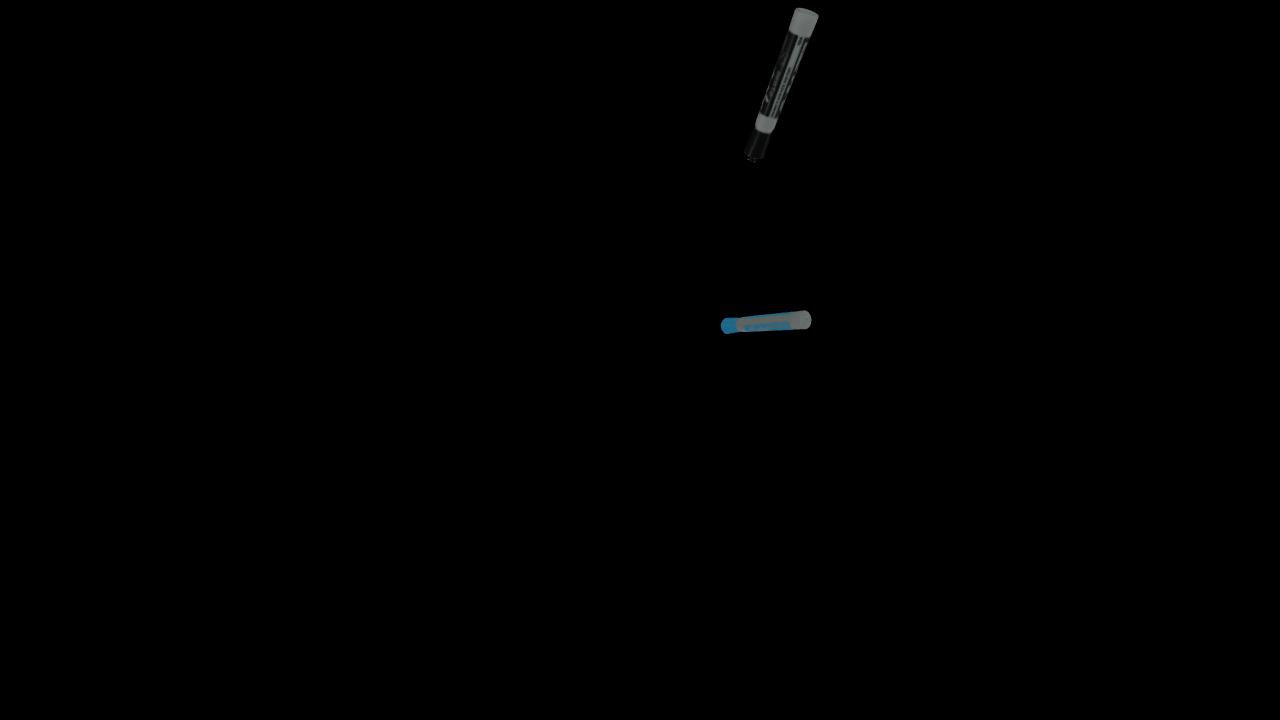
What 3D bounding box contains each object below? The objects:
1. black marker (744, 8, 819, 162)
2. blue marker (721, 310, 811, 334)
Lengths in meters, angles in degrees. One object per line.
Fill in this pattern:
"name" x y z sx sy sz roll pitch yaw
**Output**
"black marker" 0.113 -0.220 0.503 0.020 0.121 0.020 9 43 -9
"blue marker" 0.131 -0.040 0.664 0.020 0.020 0.121 0 0 -35
